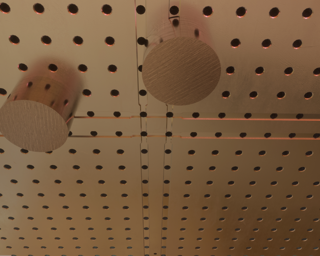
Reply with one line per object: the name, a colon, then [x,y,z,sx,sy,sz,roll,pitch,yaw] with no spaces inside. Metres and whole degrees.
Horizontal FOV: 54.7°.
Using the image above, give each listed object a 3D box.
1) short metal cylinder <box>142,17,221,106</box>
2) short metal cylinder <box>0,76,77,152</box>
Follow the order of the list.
short metal cylinder: [0.022,-0.071,0.335,0.081,0.050,0.079,0,130,0]
short metal cylinder: [-0.148,-0.016,0.380,0.081,0.050,0.079,0,130,0]
